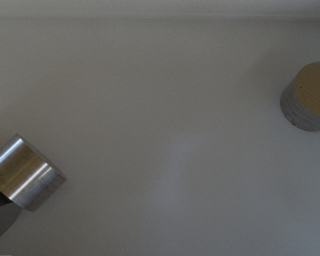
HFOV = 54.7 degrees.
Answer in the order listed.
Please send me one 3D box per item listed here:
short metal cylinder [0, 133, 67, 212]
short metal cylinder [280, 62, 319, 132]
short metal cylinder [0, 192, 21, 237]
[{"bbox_3d":[-0.156,0.051,0.360,0.080,0.080,0.050,40,75,13],"label":"short metal cylinder"},{"bbox_3d":[0.210,-0.041,0.412,0.081,0.050,0.080,0,70,0],"label":"short metal cylinder"},{"bbox_3d":[-0.206,0.097,0.344,0.050,0.080,0.080,40,75,13],"label":"short metal cylinder"}]
